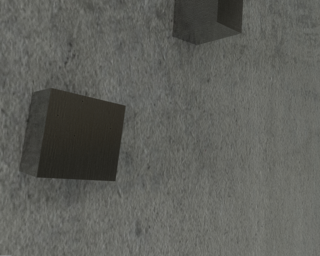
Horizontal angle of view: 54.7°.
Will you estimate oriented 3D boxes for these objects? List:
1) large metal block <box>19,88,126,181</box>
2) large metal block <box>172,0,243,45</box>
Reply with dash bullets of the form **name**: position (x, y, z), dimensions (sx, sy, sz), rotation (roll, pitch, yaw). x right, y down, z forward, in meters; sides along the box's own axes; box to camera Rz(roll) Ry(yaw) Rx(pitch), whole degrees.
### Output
- **large metal block**: position (-0.088, 0.009, 0.316), dimensions (0.081, 0.050, 0.080), rotation (12, 83, -40)
- **large metal block**: position (0.065, -0.167, 0.426), dimensions (0.050, 0.080, 0.080), rotation (6, 86, -40)
